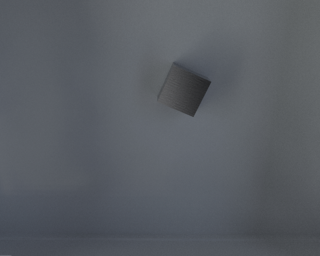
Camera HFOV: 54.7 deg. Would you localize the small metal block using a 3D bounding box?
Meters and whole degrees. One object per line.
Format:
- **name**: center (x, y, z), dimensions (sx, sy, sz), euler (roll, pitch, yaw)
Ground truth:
- **small metal block**: center (0.030, -0.049, 0.394), dimensions (0.050, 0.025, 0.050), euler (22, 108, -9)
